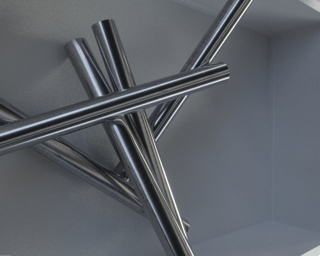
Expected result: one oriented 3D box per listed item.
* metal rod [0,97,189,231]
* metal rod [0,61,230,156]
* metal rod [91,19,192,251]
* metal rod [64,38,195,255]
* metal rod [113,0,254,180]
[{"bbox_3d":[-0.075,0.045,0.328,0.301,0.025,0.025,39,66,-28],"label":"metal rod"},{"bbox_3d":[-0.062,-0.015,0.292,0.302,0.025,0.025,-20,104,-22],"label":"metal rod"},{"bbox_3d":[-0.013,0.031,0.343,0.025,0.025,0.298,-24,98,-38],"label":"metal rod"},{"bbox_3d":[-0.023,0.042,0.315,0.025,0.025,0.299,-22,81,-38],"label":"metal rod"},{"bbox_3d":[0.036,-0.063,0.360,0.025,0.025,0.299,31,95,-36],"label":"metal rod"}]
